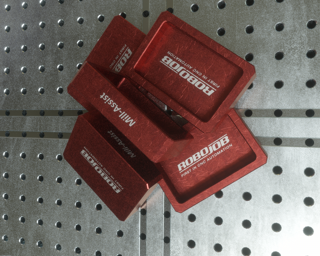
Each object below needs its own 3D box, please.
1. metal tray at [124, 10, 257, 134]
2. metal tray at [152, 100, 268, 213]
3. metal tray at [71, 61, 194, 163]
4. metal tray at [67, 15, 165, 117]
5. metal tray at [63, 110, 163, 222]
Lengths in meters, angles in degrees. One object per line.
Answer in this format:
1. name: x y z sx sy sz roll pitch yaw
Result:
1. metal tray: 0.034 -0.065 0.365 0.130 0.030 0.090 38 102 15
2. metal tray: 0.055 0.036 0.389 0.130 0.030 0.090 -35 79 16
3. metal tray: -0.028 -0.019 0.354 0.130 0.090 0.030 42 103 14
4. metal tray: -0.058 -0.076 0.428 0.090 0.030 0.130 40 102 15
5. metal tray: -0.068 0.050 0.413 0.130 0.030 0.089 44 129 14
